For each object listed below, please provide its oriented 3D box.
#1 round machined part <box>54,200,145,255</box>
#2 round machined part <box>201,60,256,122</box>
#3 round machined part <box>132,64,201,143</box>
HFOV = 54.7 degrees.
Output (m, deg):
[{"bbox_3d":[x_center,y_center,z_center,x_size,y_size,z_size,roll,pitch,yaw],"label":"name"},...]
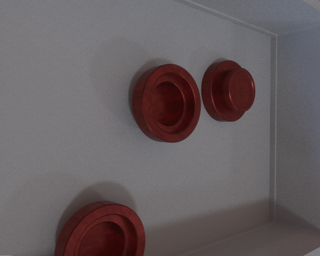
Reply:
[{"bbox_3d":[-0.068,0.128,0.339,0.099,0.042,0.097,0,89,-40],"label":"round machined part"},{"bbox_3d":[0.114,-0.059,0.491,0.099,0.042,0.097,0,90,-40],"label":"round machined part"},{"bbox_3d":[0.004,-0.031,0.399,0.099,0.042,0.097,0,90,-40],"label":"round machined part"}]
